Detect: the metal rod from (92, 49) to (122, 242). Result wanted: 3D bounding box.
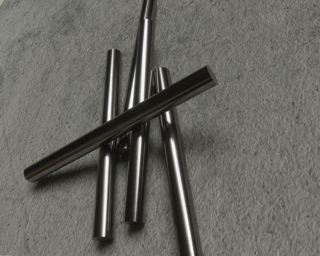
[{"bbox_3d":[-0.071,0.003,0.439,0.025,0.025,0.299,-15,55,19],"label":"metal rod"}]

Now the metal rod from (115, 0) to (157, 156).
[{"bbox_3d":[-0.032,-0.098,0.481,0.025,0.025,0.299,-8,58,24],"label":"metal rod"}]

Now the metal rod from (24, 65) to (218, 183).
[{"bbox_3d":[-0.066,0.005,0.397,0.300,0.025,0.025,-27,52,22],"label":"metal rod"}]

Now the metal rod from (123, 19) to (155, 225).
[{"bbox_3d":[-0.025,-0.026,0.418,0.025,0.025,0.299,-10,62,23],"label":"metal rod"}]

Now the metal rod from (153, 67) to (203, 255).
[{"bbox_3d":[0.019,0.043,0.367,0.025,0.025,0.299,-20,54,17],"label":"metal rod"}]
